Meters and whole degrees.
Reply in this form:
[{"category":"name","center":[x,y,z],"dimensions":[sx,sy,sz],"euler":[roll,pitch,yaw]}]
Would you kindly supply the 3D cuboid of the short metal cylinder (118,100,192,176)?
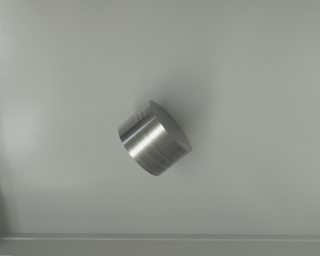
[{"category":"short metal cylinder","center":[-0.005,0.012,0.384],"dimensions":[0.050,0.080,0.080],"euler":[-40,106,13]}]
